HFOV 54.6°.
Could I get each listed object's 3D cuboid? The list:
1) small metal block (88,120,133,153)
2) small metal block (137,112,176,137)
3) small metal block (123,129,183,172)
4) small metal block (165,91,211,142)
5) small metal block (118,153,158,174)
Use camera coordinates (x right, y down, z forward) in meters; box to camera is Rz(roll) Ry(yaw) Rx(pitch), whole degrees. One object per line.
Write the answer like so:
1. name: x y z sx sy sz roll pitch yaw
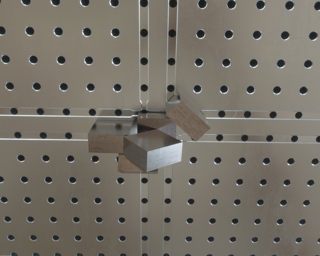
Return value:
1. small metal block: -0.062 0.011 0.403 0.050 0.050 0.025 2 111 0
2. small metal block: -0.005 0.007 0.416 0.050 0.025 0.050 1 110 -2
3. small metal block: -0.009 0.025 0.372 0.050 0.050 0.025 -13 115 -35
4. small metal block: 0.034 -0.016 0.394 0.050 0.050 0.025 41 104 -14
5. small metal block: -0.028 0.047 0.415 0.050 0.050 0.025 1 79 0
